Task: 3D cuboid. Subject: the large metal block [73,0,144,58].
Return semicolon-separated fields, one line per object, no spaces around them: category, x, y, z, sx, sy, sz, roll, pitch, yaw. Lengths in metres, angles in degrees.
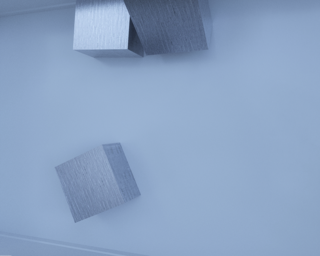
large metal block;-0.067;-0.141;0.421;0.080;0.050;0.079;5;92;20

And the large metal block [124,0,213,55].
large metal block;0.014;-0.137;0.369;0.080;0.080;0.050;-1;54;20

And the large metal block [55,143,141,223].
large metal block;-0.085;0.073;0.427;0.080;0.050;0.080;-25;82;18
